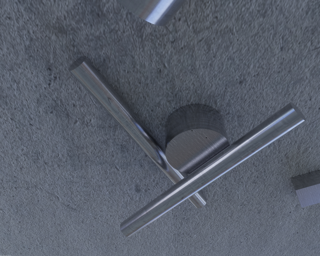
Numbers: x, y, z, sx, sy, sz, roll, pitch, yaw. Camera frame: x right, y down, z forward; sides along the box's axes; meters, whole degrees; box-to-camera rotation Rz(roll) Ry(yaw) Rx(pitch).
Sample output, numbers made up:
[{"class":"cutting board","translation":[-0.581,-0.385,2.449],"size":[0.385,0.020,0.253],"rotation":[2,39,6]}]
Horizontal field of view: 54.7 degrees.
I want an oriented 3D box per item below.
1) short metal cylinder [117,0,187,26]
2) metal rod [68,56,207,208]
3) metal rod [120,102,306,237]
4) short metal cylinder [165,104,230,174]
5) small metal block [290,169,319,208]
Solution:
[{"class":"short metal cylinder","translation":[-0.009,-0.133,0.258],"size":[0.080,0.080,0.050],"rotation":[31,124,-24]},{"class":"metal rod","translation":[-0.013,0.025,0.427],"size":[0.025,0.025,0.300],"rotation":[-25,126,20]},{"class":"metal rod","translation":[0.048,0.068,0.399],"size":[0.025,0.025,0.299],"rotation":[34,123,-25]},{"class":"short metal cylinder","translation":[0.047,0.015,0.404],"size":[0.081,0.050,0.079],"rotation":[0,130,0]},{"class":"small metal block","translation":[0.241,0.096,0.491],"size":[0.050,0.025,0.050],"rotation":[-21,127,17]}]
